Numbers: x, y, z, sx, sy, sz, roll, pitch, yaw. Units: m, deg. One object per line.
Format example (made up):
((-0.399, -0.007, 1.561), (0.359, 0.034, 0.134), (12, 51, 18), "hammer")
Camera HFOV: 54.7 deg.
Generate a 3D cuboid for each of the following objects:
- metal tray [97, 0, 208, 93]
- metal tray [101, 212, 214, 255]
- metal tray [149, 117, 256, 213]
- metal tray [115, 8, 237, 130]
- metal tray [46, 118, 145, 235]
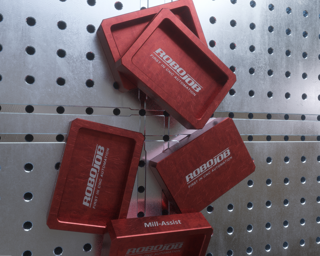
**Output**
((-0.005, -0.109, 0.408), (0.131, 0.030, 0.090), (-22, 98, -19), "metal tray")
((-0.005, 0.155, 0.387), (0.131, 0.030, 0.089), (2, 113, -24), "metal tray")
((0.062, 0.053, 0.434), (0.131, 0.030, 0.090), (-31, 101, -18), "metal tray")
((0.023, -0.070, 0.386), (0.130, 0.030, 0.090), (40, 77, -16), "metal tray")
((-0.078, 0.060, 0.381), (0.091, 0.030, 0.129), (14, 85, -20), "metal tray")
